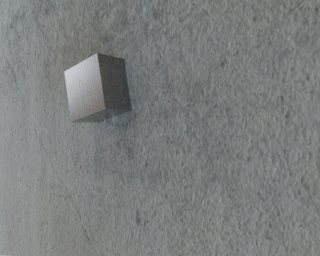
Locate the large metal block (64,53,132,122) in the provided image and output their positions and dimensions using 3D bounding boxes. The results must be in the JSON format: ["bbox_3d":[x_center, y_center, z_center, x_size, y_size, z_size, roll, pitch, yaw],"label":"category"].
[{"bbox_3d":[-0.094,-0.056,0.463,0.080,0.050,0.080,-16,80,38],"label":"large metal block"}]
